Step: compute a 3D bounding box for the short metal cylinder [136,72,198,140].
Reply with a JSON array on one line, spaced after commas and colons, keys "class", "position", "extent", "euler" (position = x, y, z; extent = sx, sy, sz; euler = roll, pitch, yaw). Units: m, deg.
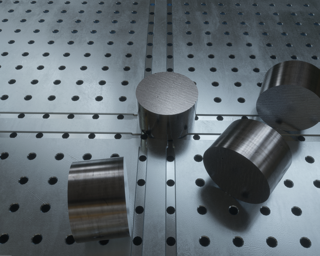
[{"class": "short metal cylinder", "position": [0.009, -0.031, 0.417], "extent": [0.081, 0.050, 0.080], "euler": [0, 50, 0]}]

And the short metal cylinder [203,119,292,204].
[{"class": "short metal cylinder", "position": [0.095, 0.036, 0.342], "extent": [0.080, 0.080, 0.050], "euler": [33, 58, 24]}]

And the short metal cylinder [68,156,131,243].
[{"class": "short metal cylinder", "position": [-0.058, 0.071, 0.312], "extent": [0.050, 0.080, 0.080], "euler": [-5, 50, -4]}]

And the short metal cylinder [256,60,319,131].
[{"class": "short metal cylinder", "position": [0.173, -0.041, 0.408], "extent": [0.080, 0.080, 0.050], "euler": [17, 52, 14]}]
